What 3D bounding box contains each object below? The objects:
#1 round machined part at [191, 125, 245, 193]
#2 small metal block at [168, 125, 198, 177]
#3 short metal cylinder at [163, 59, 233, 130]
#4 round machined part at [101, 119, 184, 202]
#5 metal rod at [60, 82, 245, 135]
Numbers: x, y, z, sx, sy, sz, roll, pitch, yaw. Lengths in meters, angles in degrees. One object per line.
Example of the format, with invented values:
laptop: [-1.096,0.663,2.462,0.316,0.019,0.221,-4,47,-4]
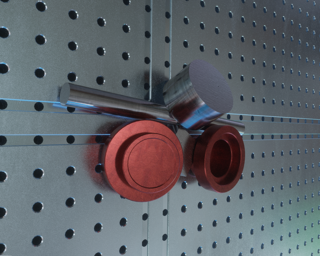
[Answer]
round machined part: [0.081,0.044,0.459,0.099,0.042,0.097,-3,95,-43]
small metal block: [0.024,0.031,0.424,0.050,0.025,0.050,44,64,-31]
short metal cylinder: [0.051,-0.043,0.412,0.080,0.050,0.080,24,50,-31]
round machined part: [-0.016,0.039,0.363,0.099,0.042,0.097,0,91,-22]
metal rod: [0.016,-0.017,0.418,0.302,0.025,0.025,9,84,-40]
